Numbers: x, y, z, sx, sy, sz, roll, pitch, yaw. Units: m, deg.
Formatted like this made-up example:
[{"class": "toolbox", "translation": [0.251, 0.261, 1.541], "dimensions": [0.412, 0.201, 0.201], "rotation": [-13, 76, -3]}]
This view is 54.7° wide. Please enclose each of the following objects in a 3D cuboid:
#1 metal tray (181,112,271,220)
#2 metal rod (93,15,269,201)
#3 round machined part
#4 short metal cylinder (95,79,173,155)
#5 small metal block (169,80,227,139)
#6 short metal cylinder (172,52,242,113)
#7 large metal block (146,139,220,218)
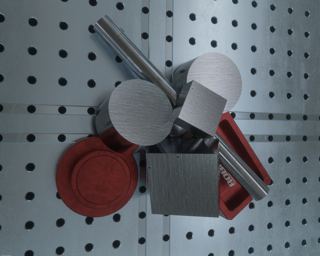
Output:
[{"class": "metal tray", "translation": [0.089, 0.052, 0.439], "dimensions": [0.090, 0.030, 0.130], "rotation": [-38, 102, -16]}, {"class": "metal rod", "translation": [0.030, -0.022, 0.394], "dimensions": [0.300, 0.025, 0.025], "rotation": [46, 75, -5]}, {"class": "round machined part", "translation": [-0.073, 0.059, 0.372], "dimensions": [0.099, 0.042, 0.097], "rotation": [0, 90, -20]}, {"class": "short metal cylinder", "translation": [-0.031, -0.012, 0.372], "dimensions": [0.081, 0.050, 0.080], "rotation": [9, 70, -26]}, {"class": "small metal block", "translation": [0.046, -0.021, 0.370], "dimensions": [0.050, 0.025, 0.050], "rotation": [28, 73, -18]}, {"class": "short metal cylinder", "translation": [0.062, -0.057, 0.419], "dimensions": [0.081, 0.050, 0.079], "rotation": [0, 90, -20]}, {"class": "large metal block", "translation": [0.031, 0.059, 0.379], "dimensions": [0.080, 0.050, 0.079], "rotation": [0, 107, 13]}]
